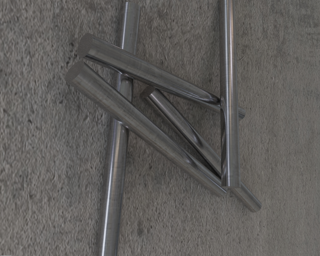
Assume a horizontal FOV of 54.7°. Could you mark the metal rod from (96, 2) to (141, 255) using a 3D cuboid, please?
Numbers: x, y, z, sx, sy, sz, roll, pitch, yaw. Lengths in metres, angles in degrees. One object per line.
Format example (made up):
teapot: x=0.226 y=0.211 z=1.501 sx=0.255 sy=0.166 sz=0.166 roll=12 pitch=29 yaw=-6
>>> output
metal rod: x=-0.048 y=0.002 z=0.364 sx=0.025 sy=0.025 sz=0.298 roll=8 pitch=85 yaw=-40

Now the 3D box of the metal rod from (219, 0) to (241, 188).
metal rod: x=0.100 y=-0.065 z=0.450 sx=0.025 sy=0.025 sz=0.299 roll=17 pitch=68 yaw=-39

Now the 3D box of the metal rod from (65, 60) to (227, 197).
metal rod: x=0.007 y=0.021 z=0.386 sx=0.301 sy=0.025 sz=0.025 roll=41 pitch=65 yaw=-40

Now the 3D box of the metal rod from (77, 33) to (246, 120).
metal rod: x=0.029 y=-0.052 z=0.406 sx=0.302 sy=0.025 sz=0.025 roll=15 pitch=80 yaw=-46

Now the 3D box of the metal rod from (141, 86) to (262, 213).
metal rod: x=0.076 y=0.045 z=0.468 sx=0.300 sy=0.025 sz=0.025 roll=45 pitch=63 yaw=-31
